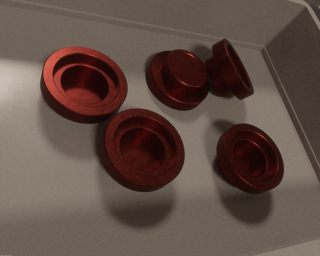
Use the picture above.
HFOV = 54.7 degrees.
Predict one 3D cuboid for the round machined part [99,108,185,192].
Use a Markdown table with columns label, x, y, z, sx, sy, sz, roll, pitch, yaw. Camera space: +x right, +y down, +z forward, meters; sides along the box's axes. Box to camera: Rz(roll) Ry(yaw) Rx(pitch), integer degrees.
| label | x | y | z | sx | sy | sz | roll | pitch | yaw |
| --- | --- | --- | --- | --- | --- | --- | --- | --- | --- |
| round machined part | -0.024 | 0.029 | 0.366 | 0.099 | 0.042 | 0.098 | 14 | 56 | -21 |

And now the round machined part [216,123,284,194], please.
| label | x | y | z | sx | sy | sz | roll | pitch | yaw |
| --- | --- | --- | --- | --- | --- | --- | --- | --- | --- |
| round machined part | 0.120 | 0.046 | 0.434 | 0.099 | 0.042 | 0.098 | 14 | 56 | -21 |

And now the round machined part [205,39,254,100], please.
| label | x | y | z | sx | sy | sz | roll | pitch | yaw |
| --- | --- | --- | --- | --- | --- | --- | --- | --- | --- |
| round machined part | 0.106 | -0.088 | 0.490 | 0.098 | 0.042 | 0.098 | 43 | 32 | -36 |

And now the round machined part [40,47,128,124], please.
| label | x | y | z | sx | sy | sz | roll | pitch | yaw |
| --- | --- | --- | --- | --- | --- | --- | --- | --- | --- |
| round machined part | -0.093 | -0.047 | 0.374 | 0.099 | 0.042 | 0.098 | 14 | 56 | -21 |

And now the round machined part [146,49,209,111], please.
| label | x | y | z | sx | sy | sz | roll | pitch | yaw |
| --- | --- | --- | --- | --- | --- | --- | --- | --- | --- |
| round machined part | 0.032 | -0.078 | 0.461 | 0.099 | 0.042 | 0.098 | 14 | 56 | -21 |
